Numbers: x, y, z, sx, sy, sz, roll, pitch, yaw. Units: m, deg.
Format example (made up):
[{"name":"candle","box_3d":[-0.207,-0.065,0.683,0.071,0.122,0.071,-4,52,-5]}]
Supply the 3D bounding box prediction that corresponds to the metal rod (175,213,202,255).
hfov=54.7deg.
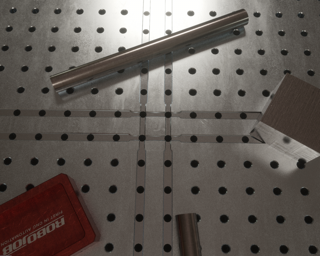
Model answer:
[{"name":"metal rod","box_3d":[0.046,0.244,0.323,0.025,0.025,0.299,-5,70,-2]}]

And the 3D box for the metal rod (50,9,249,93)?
[{"name":"metal rod","box_3d":[-0.009,-0.116,0.453,0.302,0.025,0.025,-22,72,-8]}]

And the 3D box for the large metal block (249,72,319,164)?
[{"name":"large metal block","box_3d":[0.177,-0.012,0.405,0.080,0.050,0.080,30,73,10]}]

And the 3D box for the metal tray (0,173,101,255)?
[{"name":"metal tray","box_3d":[-0.149,0.123,0.362,0.131,0.030,0.090,-28,73,-10]}]
